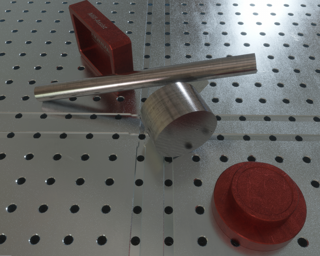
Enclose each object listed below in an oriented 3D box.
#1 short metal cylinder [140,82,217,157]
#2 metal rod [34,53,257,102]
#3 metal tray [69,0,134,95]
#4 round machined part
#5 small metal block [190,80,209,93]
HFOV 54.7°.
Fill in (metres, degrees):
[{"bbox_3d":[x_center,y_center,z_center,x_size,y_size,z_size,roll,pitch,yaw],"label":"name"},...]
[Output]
[{"bbox_3d":[0.022,-0.009,0.380,0.081,0.080,0.050,-18,53,-15],"label":"short metal cylinder"},{"bbox_3d":[-0.029,-0.065,0.413,0.301,0.025,0.025,-6,49,14],"label":"metal rod"},{"bbox_3d":[-0.087,-0.121,0.466,0.030,0.089,0.130,-29,56,-22],"label":"metal tray"},{"bbox_3d":[0.108,0.076,0.334,0.099,0.042,0.098,0,50,0],"label":"round machined part"},{"bbox_3d":[0.032,-0.054,0.435,0.050,0.025,0.050,-13,28,53],"label":"small metal block"}]
